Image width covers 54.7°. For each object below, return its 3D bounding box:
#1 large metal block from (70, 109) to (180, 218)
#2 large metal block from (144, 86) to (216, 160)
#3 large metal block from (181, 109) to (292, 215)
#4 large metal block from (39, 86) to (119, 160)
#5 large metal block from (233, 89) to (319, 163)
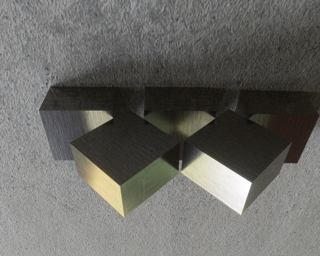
[{"bbox_3d":[-0.036,0.034,0.335,0.081,0.080,0.050,-34,141,-33],"label":"large metal block"},{"bbox_3d":[0.022,-0.005,0.389,0.081,0.050,0.079,1,130,-1],"label":"large metal block"},{"bbox_3d":[0.081,0.033,0.339,0.080,0.081,0.050,33,138,32],"label":"large metal block"},{"bbox_3d":[-0.094,-0.005,0.387,0.081,0.050,0.079,0,130,-1],"label":"large metal block"},{"bbox_3d":[0.139,-0.001,0.394,0.081,0.050,0.079,1,130,-2],"label":"large metal block"}]
